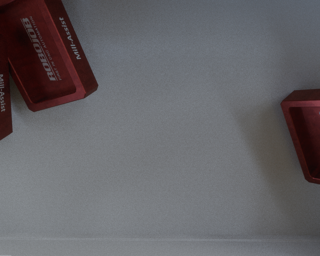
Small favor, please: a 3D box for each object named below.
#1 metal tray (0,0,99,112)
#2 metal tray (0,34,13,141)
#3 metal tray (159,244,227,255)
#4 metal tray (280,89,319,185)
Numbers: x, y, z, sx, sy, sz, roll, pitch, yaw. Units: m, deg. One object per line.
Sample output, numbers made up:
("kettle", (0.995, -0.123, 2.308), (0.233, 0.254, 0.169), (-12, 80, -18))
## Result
("metal tray", (-0.139, -0.090, 0.358), (0.090, 0.030, 0.129), (-12, 111, 25))
("metal tray", (-0.228, -0.052, 0.368), (0.090, 0.030, 0.129), (14, 117, 7))
("metal tray", (0.048, 0.243, 0.499), (0.131, 0.030, 0.089), (-12, 111, 4))
("metal tray", (0.214, 0.015, 0.384), (0.030, 0.090, 0.129), (-36, 111, -27))
